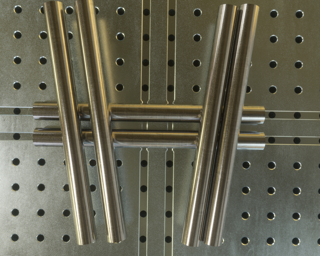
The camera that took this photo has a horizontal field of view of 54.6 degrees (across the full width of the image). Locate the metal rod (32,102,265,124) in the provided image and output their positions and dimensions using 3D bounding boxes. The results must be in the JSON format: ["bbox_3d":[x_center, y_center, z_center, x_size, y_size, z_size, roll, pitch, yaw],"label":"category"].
[{"bbox_3d":[-0.014,-0.020,0.414,0.302,0.025,0.025,1,90,0],"label":"metal rod"}]

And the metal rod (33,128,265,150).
[{"bbox_3d":[-0.014,0.015,0.414,0.302,0.025,0.025,1,90,0],"label":"metal rod"}]

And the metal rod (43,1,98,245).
[{"bbox_3d":[-0.112,-0.006,0.388,0.025,0.025,0.298,-8,90,0],"label":"metal rod"}]

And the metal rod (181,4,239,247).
[{"bbox_3d":[0.062,-0.003,0.389,0.025,0.025,0.298,9,90,0],"label":"metal rod"}]

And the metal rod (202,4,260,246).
[{"bbox_3d":[0.089,-0.004,0.390,0.025,0.025,0.298,9,90,0],"label":"metal rod"}]

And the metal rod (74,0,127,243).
[{"bbox_3d":[-0.074,-0.009,0.389,0.025,0.025,0.298,-8,90,0],"label":"metal rod"}]
